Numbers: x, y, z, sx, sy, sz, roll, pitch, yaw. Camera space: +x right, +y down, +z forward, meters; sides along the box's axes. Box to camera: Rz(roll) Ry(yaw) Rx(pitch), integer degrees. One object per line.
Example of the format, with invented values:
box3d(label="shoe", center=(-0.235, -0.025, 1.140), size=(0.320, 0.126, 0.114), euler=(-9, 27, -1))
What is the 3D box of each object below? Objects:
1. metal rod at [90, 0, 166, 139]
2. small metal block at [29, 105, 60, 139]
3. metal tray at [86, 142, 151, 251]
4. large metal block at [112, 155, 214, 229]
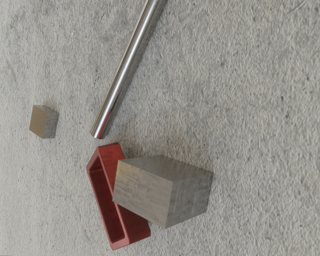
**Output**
box3d(label="metal rod", center=(-0.033, -0.114, 0.429), size=(0.025, 0.025, 0.298), euler=(41, 114, 32))
box3d(label="small metal block", center=(-0.218, -0.012, 0.581), size=(0.050, 0.025, 0.050), euler=(24, 105, 37))
box3d(label="metal tray", center=(-0.062, 0.096, 0.428), size=(0.090, 0.030, 0.130), euler=(-49, 59, 56))
box3d(label="large metal block", center=(0.004, 0.069, 0.364), size=(0.080, 0.081, 0.050), euler=(15, 100, 38))
